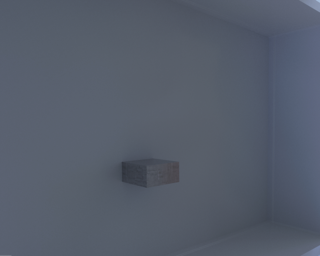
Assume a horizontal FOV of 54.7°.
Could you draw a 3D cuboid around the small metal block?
[{"bbox_3d":[-0.012,0.054,0.382,0.050,0.050,0.025,-1,91,-40],"label":"small metal block"}]
